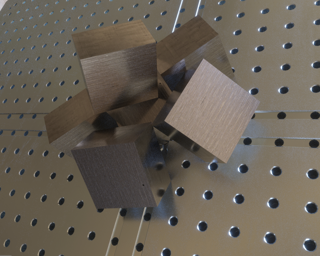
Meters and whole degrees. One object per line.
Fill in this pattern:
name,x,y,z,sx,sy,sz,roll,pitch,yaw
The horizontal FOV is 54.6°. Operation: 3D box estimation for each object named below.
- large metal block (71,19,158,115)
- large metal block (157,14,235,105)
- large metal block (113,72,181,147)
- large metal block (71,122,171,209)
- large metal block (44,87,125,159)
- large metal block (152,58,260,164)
large metal block,-0.050,-0.070,0.362,0.081,0.080,0.050,-17,51,-13
large metal block,0.041,-0.083,0.403,0.080,0.080,0.050,-34,52,6
large metal block,-0.014,-0.021,0.415,0.080,0.050,0.080,-34,51,6
large metal block,-0.042,0.045,0.360,0.080,0.080,0.050,-8,22,24
large metal block,-0.095,0.000,0.423,0.080,0.080,0.050,-33,52,6
large metal block,0.050,-0.016,0.348,0.080,0.080,0.050,-58,12,-13
